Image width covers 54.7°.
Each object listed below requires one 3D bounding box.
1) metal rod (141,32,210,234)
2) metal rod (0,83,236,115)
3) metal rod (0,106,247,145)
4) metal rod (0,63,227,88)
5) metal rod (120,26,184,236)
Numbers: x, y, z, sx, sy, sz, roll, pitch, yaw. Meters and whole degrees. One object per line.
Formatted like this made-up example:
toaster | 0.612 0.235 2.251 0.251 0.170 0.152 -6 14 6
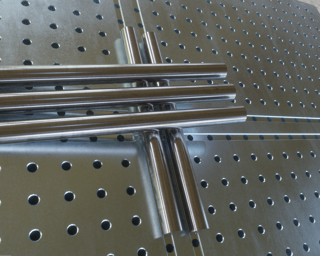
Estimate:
metal rod | 0.014 -0.011 0.424 0.025 0.025 0.299 1 61 -28
metal rod | -0.038 -0.038 0.386 0.303 0.025 0.025 -5 64 -22
metal rod | -0.029 -0.007 0.371 0.303 0.025 0.025 -5 64 -21
metal rod | -0.047 -0.070 0.400 0.303 0.025 0.025 -6 65 -22
metal rod | -0.017 -0.014 0.409 0.025 0.025 0.299 1 61 -28
